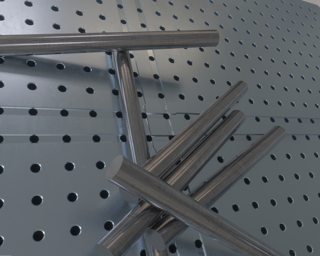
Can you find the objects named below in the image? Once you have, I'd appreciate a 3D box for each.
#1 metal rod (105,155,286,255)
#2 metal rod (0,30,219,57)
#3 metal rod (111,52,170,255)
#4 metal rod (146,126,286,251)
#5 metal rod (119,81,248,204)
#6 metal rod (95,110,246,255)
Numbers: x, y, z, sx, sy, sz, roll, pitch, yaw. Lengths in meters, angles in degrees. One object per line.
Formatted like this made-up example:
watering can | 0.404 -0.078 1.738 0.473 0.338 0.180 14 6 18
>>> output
metal rod | 0.073 0.113 0.330 0.301 0.025 0.025 35 50 -24
metal rod | -0.056 -0.116 0.417 0.302 0.025 0.025 -8 66 -21
metal rod | -0.031 0.006 0.387 0.025 0.025 0.299 2 61 -27
metal rod | 0.095 0.059 0.405 0.302 0.025 0.025 -27 77 -42
metal rod | 0.053 -0.001 0.416 0.025 0.025 0.302 47 45 4
metal rod | 0.037 0.047 0.376 0.025 0.025 0.302 48 44 5
